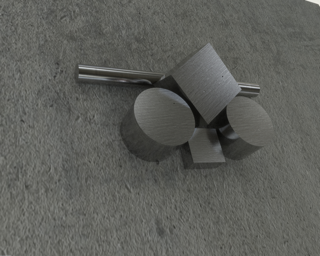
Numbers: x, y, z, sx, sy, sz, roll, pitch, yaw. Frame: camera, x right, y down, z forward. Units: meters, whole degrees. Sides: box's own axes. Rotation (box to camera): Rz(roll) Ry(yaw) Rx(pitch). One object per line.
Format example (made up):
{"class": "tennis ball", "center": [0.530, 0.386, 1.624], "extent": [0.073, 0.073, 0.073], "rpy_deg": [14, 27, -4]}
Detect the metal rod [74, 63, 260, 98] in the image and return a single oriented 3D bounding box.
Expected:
{"class": "metal rod", "center": [0.029, -0.067, 0.461], "extent": [0.303, 0.025, 0.025], "rpy_deg": [1, 62, -28]}

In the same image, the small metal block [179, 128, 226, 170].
{"class": "small metal block", "center": [0.054, 0.028, 0.418], "extent": [0.050, 0.025, 0.050], "rpy_deg": [2, 61, -27]}

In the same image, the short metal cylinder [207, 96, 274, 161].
{"class": "short metal cylinder", "center": [0.116, 0.001, 0.451], "extent": [0.081, 0.050, 0.080], "rpy_deg": [14, 56, -21]}

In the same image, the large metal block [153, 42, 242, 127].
{"class": "large metal block", "center": [0.052, -0.057, 0.429], "extent": [0.080, 0.050, 0.080], "rpy_deg": [-44, 103, -26]}

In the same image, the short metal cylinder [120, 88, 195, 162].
{"class": "short metal cylinder", "center": [-0.004, -0.003, 0.388], "extent": [0.081, 0.050, 0.080], "rpy_deg": [14, 56, -21]}
